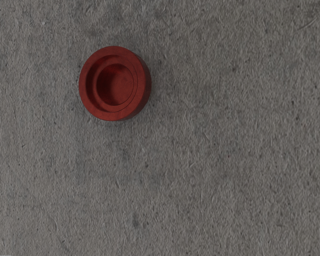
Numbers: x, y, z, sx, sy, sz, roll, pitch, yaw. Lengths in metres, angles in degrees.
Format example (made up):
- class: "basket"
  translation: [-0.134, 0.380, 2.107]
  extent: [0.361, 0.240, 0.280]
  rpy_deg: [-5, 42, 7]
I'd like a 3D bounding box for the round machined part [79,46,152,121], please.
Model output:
- class: "round machined part"
  translation: [-0.057, -0.058, 0.420]
  extent: [0.098, 0.042, 0.097]
  rpy_deg: [0, 90, 20]
